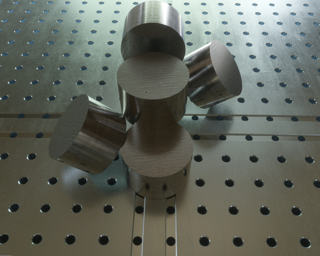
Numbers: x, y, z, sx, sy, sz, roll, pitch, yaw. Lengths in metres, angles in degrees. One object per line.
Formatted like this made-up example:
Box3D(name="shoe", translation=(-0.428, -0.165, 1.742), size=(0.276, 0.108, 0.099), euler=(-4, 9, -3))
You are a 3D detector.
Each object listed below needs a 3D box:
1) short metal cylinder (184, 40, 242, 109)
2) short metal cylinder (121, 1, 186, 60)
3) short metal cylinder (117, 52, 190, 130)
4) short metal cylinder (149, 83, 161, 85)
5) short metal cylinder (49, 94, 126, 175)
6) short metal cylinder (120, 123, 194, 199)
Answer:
Box3D(name="short metal cylinder", translation=(0.070, -0.072, 0.424), size=(0.050, 0.080, 0.080), euler=(-22, 39, 36))
Box3D(name="short metal cylinder", translation=(-0.008, -0.114, 0.401), size=(0.081, 0.080, 0.050), euler=(0, 50, 0))
Box3D(name="short metal cylinder", translation=(-0.008, -0.044, 0.362), size=(0.081, 0.050, 0.080), euler=(0, 50, 0))
Box3D(name="short metal cylinder", translation=(-0.006, -0.069, 0.449), size=(0.081, 0.050, 0.080), euler=(0, 51, 0))
Box3D(name="short metal cylinder", translation=(-0.084, 0.008, 0.357), size=(0.050, 0.080, 0.080), euler=(31, 40, -33))
Box3D(name="short metal cylinder", translation=(-0.003, 0.035, 0.361), size=(0.081, 0.050, 0.080), euler=(0, 51, 0))
